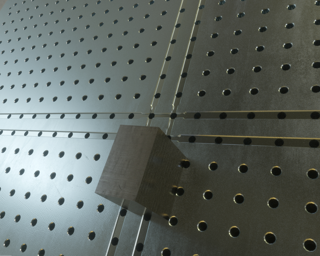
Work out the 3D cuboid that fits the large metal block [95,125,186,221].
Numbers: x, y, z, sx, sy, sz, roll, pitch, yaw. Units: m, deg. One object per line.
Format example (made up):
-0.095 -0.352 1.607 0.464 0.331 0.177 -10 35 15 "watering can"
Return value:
-0.017 0.051 0.351 0.050 0.080 0.080 4 64 30 "large metal block"
